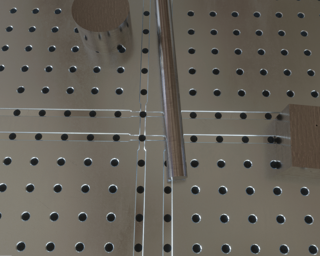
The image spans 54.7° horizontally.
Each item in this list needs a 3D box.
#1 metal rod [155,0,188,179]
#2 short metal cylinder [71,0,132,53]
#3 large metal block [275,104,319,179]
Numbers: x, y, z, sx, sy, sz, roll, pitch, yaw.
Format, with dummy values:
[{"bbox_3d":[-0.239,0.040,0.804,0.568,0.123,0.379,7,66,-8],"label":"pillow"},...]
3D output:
[{"bbox_3d":[0.013,-0.077,0.440,0.025,0.025,0.299,-3,70,-2],"label":"metal rod"},{"bbox_3d":[-0.083,-0.159,0.456,0.081,0.050,0.080,0,70,0],"label":"short metal cylinder"},{"bbox_3d":[0.197,0.019,0.394,0.080,0.050,0.080,5,70,1],"label":"large metal block"}]
